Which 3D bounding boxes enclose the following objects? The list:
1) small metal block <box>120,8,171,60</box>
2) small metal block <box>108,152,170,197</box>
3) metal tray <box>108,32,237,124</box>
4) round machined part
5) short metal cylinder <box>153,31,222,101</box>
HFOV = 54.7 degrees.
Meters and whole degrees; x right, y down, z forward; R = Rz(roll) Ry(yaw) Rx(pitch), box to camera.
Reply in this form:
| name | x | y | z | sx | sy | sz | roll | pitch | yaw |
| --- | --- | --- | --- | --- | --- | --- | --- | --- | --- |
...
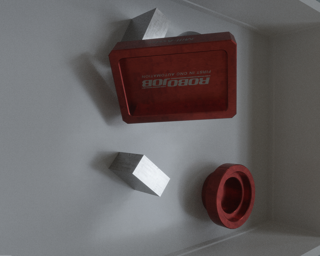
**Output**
| name | x | y | z | sx | sy | sz | roll | pitch | yaw |
| --- | --- | --- | --- | --- | --- | --- | --- | --- | --- |
| small metal block | -0.020 | -0.111 | 0.375 | 0.025 | 0.050 | 0.050 | 34 | 69 | -35 |
| small metal block | -0.025 | 0.055 | 0.371 | 0.050 | 0.050 | 0.025 | 46 | 62 | -31 |
| metal tray | 0.017 | -0.053 | 0.345 | 0.030 | 0.131 | 0.089 | -81 | 165 | -57 |
| round machined part | 0.103 | 0.104 | 0.485 | 0.099 | 0.042 | 0.097 | 0 | 90 | -40 |
| short metal cylinder | 0.032 | -0.077 | 0.399 | 0.050 | 0.080 | 0.080 | -40 | 115 | -33 |
